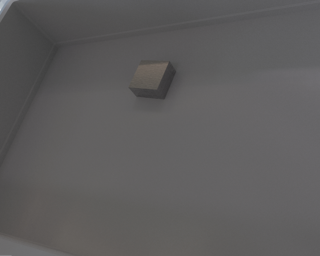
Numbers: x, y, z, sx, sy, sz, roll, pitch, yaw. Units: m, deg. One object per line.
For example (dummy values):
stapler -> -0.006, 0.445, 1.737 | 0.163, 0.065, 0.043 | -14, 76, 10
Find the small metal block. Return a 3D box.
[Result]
small metal block -> -0.011, -0.072, 0.457 | 0.050, 0.025, 0.050 | 9, 66, 32
